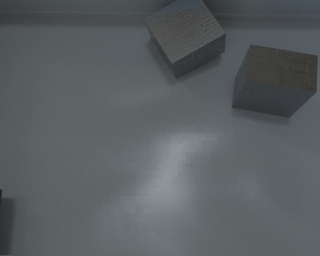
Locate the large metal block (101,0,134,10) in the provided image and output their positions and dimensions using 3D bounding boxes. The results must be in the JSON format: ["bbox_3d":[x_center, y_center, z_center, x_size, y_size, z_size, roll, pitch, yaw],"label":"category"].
[{"bbox_3d":[-0.058,-0.245,0.471,0.050,0.080,0.080,18,71,6],"label":"large metal block"}]

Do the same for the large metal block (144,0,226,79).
[{"bbox_3d":[0.036,-0.130,0.437,0.080,0.050,0.080,-30,73,1],"label":"large metal block"}]

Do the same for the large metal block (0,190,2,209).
[{"bbox_3d":[-0.225,0.108,0.333,0.081,0.050,0.080,13,63,-38],"label":"large metal block"}]

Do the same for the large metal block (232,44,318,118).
[{"bbox_3d":[0.145,-0.058,0.402,0.080,0.080,0.050,11,71,4],"label":"large metal block"}]
